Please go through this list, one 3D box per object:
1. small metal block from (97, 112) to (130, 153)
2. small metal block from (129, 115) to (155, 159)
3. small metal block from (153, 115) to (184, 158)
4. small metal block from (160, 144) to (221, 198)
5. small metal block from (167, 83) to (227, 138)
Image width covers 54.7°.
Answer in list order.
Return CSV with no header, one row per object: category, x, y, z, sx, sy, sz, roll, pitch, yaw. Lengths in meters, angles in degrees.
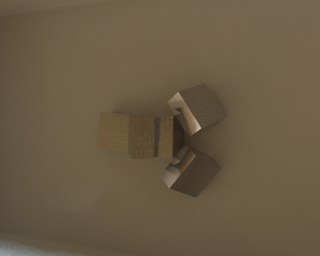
small metal block,-0.056,0.005,0.426,0.050,0.025,0.050,7,92,19
small metal block,-0.024,0.010,0.384,0.025,0.050,0.050,1,94,-12
small metal block,0.012,0.010,0.391,0.025,0.050,0.050,1,91,20
small metal block,0.038,0.053,0.379,0.050,0.050,0.025,-53,40,12
small metal block,0.045,-0.022,0.376,0.050,0.050,0.025,59,139,10
